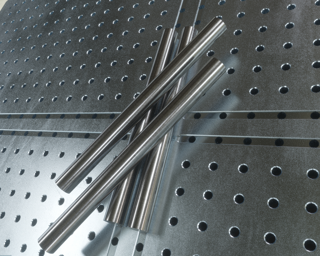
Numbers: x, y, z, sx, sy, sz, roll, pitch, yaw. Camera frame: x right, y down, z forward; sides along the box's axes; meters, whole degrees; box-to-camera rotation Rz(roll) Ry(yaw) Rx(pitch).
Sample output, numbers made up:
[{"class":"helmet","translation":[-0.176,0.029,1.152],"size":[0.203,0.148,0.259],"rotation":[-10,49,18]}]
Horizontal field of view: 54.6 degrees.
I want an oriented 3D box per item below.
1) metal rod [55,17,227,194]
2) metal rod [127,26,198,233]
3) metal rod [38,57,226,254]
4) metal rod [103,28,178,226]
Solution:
[{"class":"metal rod","translation":[-0.022,-0.033,0.410],"size":[0.300,0.025,0.025],"rotation":[-46,51,-5]},{"class":"metal rod","translation":[0.010,-0.016,0.414],"size":[0.025,0.025,0.300],"rotation":[1,62,29]},{"class":"metal rod","translation":[-0.030,0.029,0.375],"size":[0.300,0.025,0.025],"rotation":[-46,51,-5]},{"class":"metal rod","translation":[-0.020,-0.018,0.431],"size":[0.025,0.025,0.300],"rotation":[1,62,29]}]
